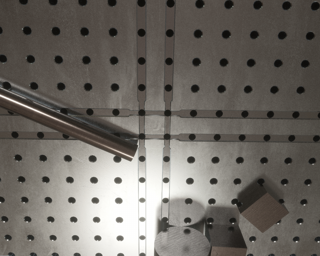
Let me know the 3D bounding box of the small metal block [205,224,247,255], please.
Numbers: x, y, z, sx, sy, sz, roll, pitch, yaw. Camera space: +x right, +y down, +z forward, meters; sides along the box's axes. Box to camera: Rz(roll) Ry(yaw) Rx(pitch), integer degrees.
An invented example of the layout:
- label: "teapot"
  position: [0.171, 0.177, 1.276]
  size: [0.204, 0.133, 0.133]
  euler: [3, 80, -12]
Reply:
- label: "small metal block"
  position: [0.098, 0.172, 0.465]
  size: [0.050, 0.050, 0.025]
  euler: [4, 110, -2]

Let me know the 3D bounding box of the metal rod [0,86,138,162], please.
- label: "metal rod"
  position: [-0.171, -0.025, 0.401]
  size: [0.302, 0.025, 0.025]
  euler: [24, 108, -9]

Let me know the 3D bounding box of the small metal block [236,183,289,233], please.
- label: "small metal block"
  position: [0.152, 0.119, 0.460]
  size: [0.050, 0.025, 0.050]
  euler: [42, 104, -14]

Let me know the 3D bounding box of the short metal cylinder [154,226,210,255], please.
- label: "short metal cylinder"
  position: [0.031, 0.191, 0.455]
  size: [0.081, 0.080, 0.050]
  euler: [1, 110, -1]
